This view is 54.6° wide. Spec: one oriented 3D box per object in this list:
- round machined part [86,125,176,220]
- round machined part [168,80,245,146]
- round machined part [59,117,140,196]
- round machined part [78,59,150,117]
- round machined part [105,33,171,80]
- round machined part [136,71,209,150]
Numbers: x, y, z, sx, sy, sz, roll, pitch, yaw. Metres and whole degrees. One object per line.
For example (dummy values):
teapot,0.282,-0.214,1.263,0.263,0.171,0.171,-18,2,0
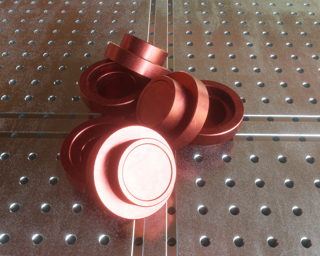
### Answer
round machined part,-0.022,0.045,0.322,0.099,0.042,0.098,5,82,-33
round machined part,0.058,-0.016,0.410,0.099,0.042,0.098,0,50,0
round machined part,-0.063,0.036,0.365,0.099,0.042,0.098,0,50,0
round machined part,-0.062,-0.053,0.440,0.099,0.042,0.098,0,50,0
round machined part,-0.027,-0.103,0.448,0.098,0.042,0.098,25,11,-5
round machined part,0.008,-0.025,0.378,0.042,0.098,0.098,22,37,-39
